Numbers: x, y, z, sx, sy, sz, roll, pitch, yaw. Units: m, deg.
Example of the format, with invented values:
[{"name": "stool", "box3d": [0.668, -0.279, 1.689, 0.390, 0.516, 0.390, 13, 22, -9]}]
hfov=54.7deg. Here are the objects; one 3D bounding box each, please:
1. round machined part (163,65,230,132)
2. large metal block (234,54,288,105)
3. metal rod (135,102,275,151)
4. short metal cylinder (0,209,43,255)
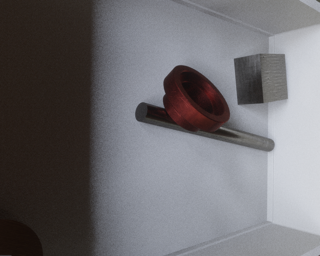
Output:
[{"name": "round machined part", "box3d": [0.043, -0.034, 0.413, 0.098, 0.042, 0.098, 29, 36, -24]}, {"name": "large metal block", "box3d": [0.178, -0.085, 0.543, 0.081, 0.050, 0.079, -11, 97, -40]}, {"name": "metal rod", "box3d": [0.090, 0.006, 0.484, 0.302, 0.025, 0.025, 13, 82, -40]}, {"name": "short metal cylinder", "box3d": [-0.150, 0.113, 0.266, 0.081, 0.050, 0.079, 0, 90, -40]}]
